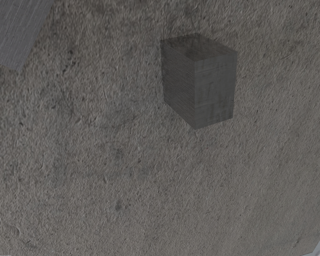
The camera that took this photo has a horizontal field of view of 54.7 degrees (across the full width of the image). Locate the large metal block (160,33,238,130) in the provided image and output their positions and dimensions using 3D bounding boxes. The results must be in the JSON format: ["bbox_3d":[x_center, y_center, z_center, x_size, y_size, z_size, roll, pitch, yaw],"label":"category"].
[{"bbox_3d":[0.042,-0.057,0.359,0.050,0.080,0.079,-17,125,-19],"label":"large metal block"}]

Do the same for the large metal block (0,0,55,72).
[{"bbox_3d":[-0.139,-0.104,0.250,0.080,0.050,0.080,21,107,-36],"label":"large metal block"}]
